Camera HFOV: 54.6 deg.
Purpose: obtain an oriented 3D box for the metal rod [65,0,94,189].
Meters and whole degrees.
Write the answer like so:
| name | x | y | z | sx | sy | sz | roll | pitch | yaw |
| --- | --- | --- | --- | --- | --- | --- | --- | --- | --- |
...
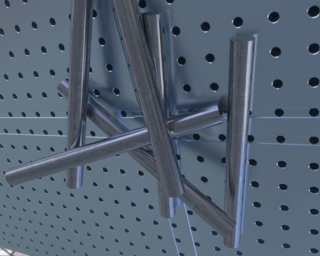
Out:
| name | x | y | z | sx | sy | sz | roll | pitch | yaw |
| --- | --- | --- | --- | --- | --- | --- | --- | --- | --- |
| metal rod | -0.105 | -0.052 | 0.401 | 0.025 | 0.025 | 0.298 | 18 | 115 | 18 |

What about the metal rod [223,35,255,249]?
| name | x | y | z | sx | sy | sz | roll | pitch | yaw |
| --- | --- | --- | --- | --- | --- | --- | --- | --- | --- |
| metal rod | 0.094 | 0.039 | 0.385 | 0.025 | 0.025 | 0.298 | 9 | 123 | 23 |

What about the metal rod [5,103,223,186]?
| name | x | y | z | sx | sy | sz | roll | pitch | yaw |
| --- | --- | --- | --- | --- | --- | --- | --- | --- | --- |
| metal rod | -0.069 | 0.026 | 0.400 | 0.301 | 0.025 | 0.025 | -17 | 111 | 14 |

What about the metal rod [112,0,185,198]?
| name | x | y | z | sx | sy | sz | roll | pitch | yaw |
| --- | --- | --- | --- | --- | --- | --- | --- | --- | --- |
| metal rod | -0.020 | -0.065 | 0.342 | 0.025 | 0.025 | 0.298 | -8 | 102 | 32 |

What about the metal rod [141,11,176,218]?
| name | x | y | z | sx | sy | sz | roll | pitch | yaw |
| --- | --- | --- | --- | --- | --- | --- | --- | --- | --- |
| metal rod | 0.002 | 0.004 | 0.412 | 0.025 | 0.025 | 0.298 | 10 | 123 | 23 |

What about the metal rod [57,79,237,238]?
| name | x | y | z | sx | sy | sz | roll | pitch | yaw |
| --- | --- | --- | --- | --- | --- | --- | --- | --- | --- |
| metal rod | -0.026 | 0.033 | 0.416 | 0.300 | 0.025 | 0.025 | 40 | 130 | 12 |
